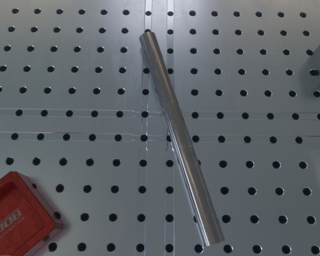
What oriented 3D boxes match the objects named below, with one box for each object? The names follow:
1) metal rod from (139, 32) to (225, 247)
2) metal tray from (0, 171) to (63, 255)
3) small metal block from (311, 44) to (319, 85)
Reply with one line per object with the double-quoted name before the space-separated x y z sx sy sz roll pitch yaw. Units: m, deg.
"metal rod" 0.023 0.000 0.411 0.025 0.025 0.299 -15 71 -6
"metal tray" -0.195 0.126 0.361 0.130 0.030 0.090 -40 75 -14
"small metal block" 0.241 -0.095 0.435 0.025 0.050 0.050 -2 70 -1
